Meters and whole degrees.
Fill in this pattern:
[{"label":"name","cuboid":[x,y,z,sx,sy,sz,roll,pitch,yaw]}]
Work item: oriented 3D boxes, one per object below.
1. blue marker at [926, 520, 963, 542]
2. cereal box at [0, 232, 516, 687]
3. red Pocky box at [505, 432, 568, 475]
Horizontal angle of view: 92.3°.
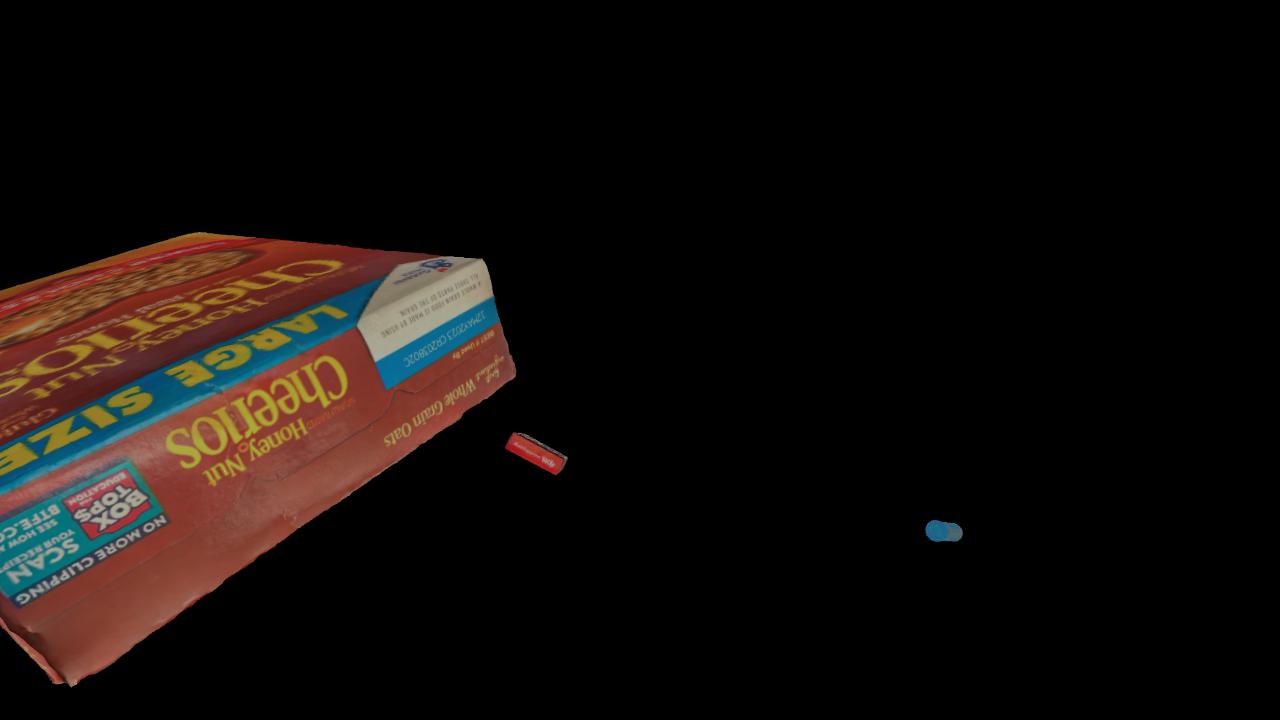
[{"label":"blue marker","cuboid":[0.297,0.167,0.598,0.020,0.020,0.121,0,-14,34]},{"label":"cereal box","cuboid":[-0.245,0.002,0.319,0.306,0.081,0.203,10,34,34]},{"label":"red Pocky box","cuboid":[-0.150,0.138,0.910,0.083,0.028,0.155,30,-9,0]}]
